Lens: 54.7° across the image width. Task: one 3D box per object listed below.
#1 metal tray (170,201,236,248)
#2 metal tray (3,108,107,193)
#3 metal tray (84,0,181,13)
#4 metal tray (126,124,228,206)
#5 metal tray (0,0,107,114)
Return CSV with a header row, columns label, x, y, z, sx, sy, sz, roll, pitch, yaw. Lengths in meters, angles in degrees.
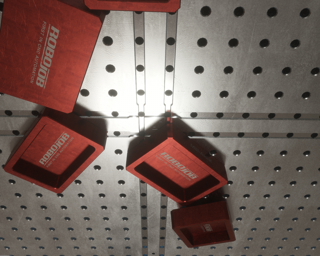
label,x,y,z,sx,sy,sz,roll,pitch,yaw
metal tray,0.078,0.170,0.534,0.090,0.030,0.130,-13,143,10
metal tray,-0.147,0.033,0.434,0.090,0.030,0.129,32,123,-25
metal tray,-0.024,-0.169,0.263,0.091,0.030,0.129,1,130,-2
metal tray,0.026,0.060,0.459,0.090,0.030,0.130,-36,122,26
metal tray,-0.122,-0.084,0.335,0.091,0.030,0.129,19,128,-16
